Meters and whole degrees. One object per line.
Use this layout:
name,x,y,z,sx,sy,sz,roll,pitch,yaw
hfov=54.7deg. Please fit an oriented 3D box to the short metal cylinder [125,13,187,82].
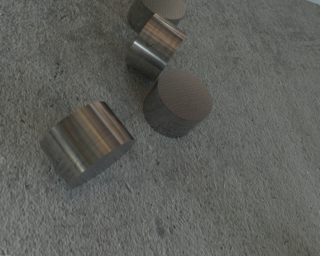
short metal cylinder,-0.006,-0.111,0.433,0.050,0.080,0.080,34,51,-6

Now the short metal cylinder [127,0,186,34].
short metal cylinder,-0.006,-0.186,0.498,0.081,0.050,0.080,14,56,-21

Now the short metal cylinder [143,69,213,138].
short metal cylinder,0.023,-0.033,0.420,0.081,0.050,0.080,14,56,-21

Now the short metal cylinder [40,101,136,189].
short metal cylinder,-0.072,0.017,0.319,0.081,0.080,0.050,-32,80,-38
